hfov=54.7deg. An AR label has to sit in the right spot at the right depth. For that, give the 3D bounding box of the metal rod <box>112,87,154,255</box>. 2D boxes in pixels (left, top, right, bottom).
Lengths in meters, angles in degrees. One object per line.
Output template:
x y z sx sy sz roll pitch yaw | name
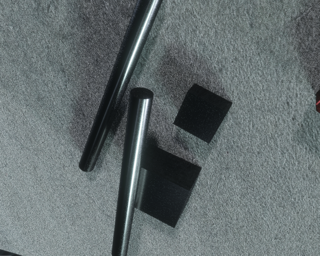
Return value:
-0.042 0.082 0.413 0.025 0.025 0.298 22 127 15 | metal rod

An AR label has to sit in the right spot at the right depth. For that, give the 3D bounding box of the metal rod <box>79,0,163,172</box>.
-0.063 -0.040 0.413 0.025 0.025 0.298 34 129 6 | metal rod

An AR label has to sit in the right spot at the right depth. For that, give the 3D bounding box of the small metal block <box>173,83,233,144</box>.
0.050 -0.017 0.369 0.050 0.025 0.050 29 128 9 | small metal block

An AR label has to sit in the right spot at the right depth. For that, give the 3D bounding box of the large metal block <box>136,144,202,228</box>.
0.003 0.081 0.438 0.080 0.050 0.079 25 127 12 | large metal block

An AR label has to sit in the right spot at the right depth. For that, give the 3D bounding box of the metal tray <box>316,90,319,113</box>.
0.223 -0.017 0.275 0.130 0.030 0.089 36 129 4 | metal tray
